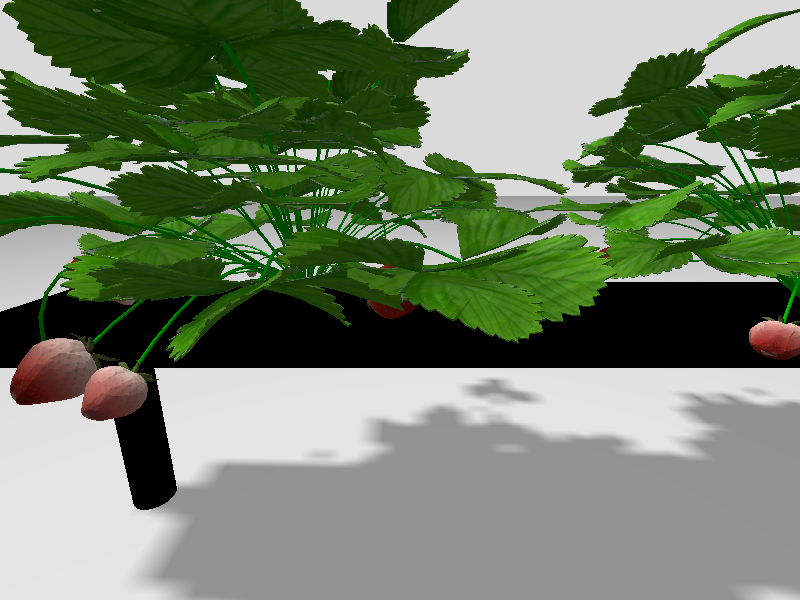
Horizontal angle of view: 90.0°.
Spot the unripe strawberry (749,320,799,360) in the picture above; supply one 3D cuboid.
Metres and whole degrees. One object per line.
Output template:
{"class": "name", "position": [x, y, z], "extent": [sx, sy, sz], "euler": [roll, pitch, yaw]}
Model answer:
{"class": "unripe strawberry", "position": [0.221, 0.025, 0.236], "extent": [0.026, 0.023, 0.023], "euler": [17, 50, 45]}

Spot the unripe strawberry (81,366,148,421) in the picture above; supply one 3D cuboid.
{"class": "unripe strawberry", "position": [-0.128, 0.042, 0.177], "extent": [0.025, 0.021, 0.025], "euler": [4, 32, 12]}

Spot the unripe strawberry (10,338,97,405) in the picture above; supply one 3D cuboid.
{"class": "unripe strawberry", "position": [-0.165, 0.035, 0.190], "extent": [0.030, 0.032, 0.033], "euler": [7, 33, 23]}

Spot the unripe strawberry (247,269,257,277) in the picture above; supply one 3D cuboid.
{"class": "unripe strawberry", "position": [-0.166, -0.031, 0.448], "extent": [0.011, 0.010, 0.011], "euler": [-14, -31, -40]}

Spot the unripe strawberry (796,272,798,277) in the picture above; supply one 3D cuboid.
{"class": "unripe strawberry", "position": [0.452, -0.040, 0.448], "extent": [0.029, 0.031, 0.032], "euler": [15, 21, 41]}

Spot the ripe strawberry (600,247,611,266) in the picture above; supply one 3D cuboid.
{"class": "ripe strawberry", "position": [0.235, -0.044, 0.455], "extent": [0.035, 0.035, 0.033], "euler": [11, 20, 36]}

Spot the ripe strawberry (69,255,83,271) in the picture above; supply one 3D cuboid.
{"class": "ripe strawberry", "position": [-0.313, -0.030, 0.403], "extent": [0.038, 0.033, 0.038], "euler": [3, 16, 11]}

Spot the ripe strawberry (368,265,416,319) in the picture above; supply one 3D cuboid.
{"class": "ripe strawberry", "position": [-0.002, -0.006, 0.314], "extent": [0.043, 0.043, 0.040], "euler": [10, 19, 28]}
